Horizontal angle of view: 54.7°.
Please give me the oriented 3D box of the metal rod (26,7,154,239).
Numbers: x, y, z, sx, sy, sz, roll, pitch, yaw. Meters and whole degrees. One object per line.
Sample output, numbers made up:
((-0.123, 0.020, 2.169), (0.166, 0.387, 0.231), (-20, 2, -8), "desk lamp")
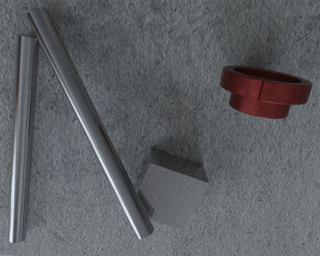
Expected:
((-0.081, 0.000, 0.378), (0.025, 0.025, 0.299), (-24, 97, 8), "metal rod")

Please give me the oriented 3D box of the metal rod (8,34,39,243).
((-0.186, 0.028, 0.417), (0.025, 0.025, 0.298), (11, 110, -4), "metal rod")

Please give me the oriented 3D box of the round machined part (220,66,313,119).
((0.118, -0.041, 0.357), (0.099, 0.098, 0.042), (7, 110, -3), "round machined part")

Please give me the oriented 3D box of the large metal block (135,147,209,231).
((0.010, 0.083, 0.427), (0.080, 0.050, 0.079), (20, 109, -8), "large metal block")
